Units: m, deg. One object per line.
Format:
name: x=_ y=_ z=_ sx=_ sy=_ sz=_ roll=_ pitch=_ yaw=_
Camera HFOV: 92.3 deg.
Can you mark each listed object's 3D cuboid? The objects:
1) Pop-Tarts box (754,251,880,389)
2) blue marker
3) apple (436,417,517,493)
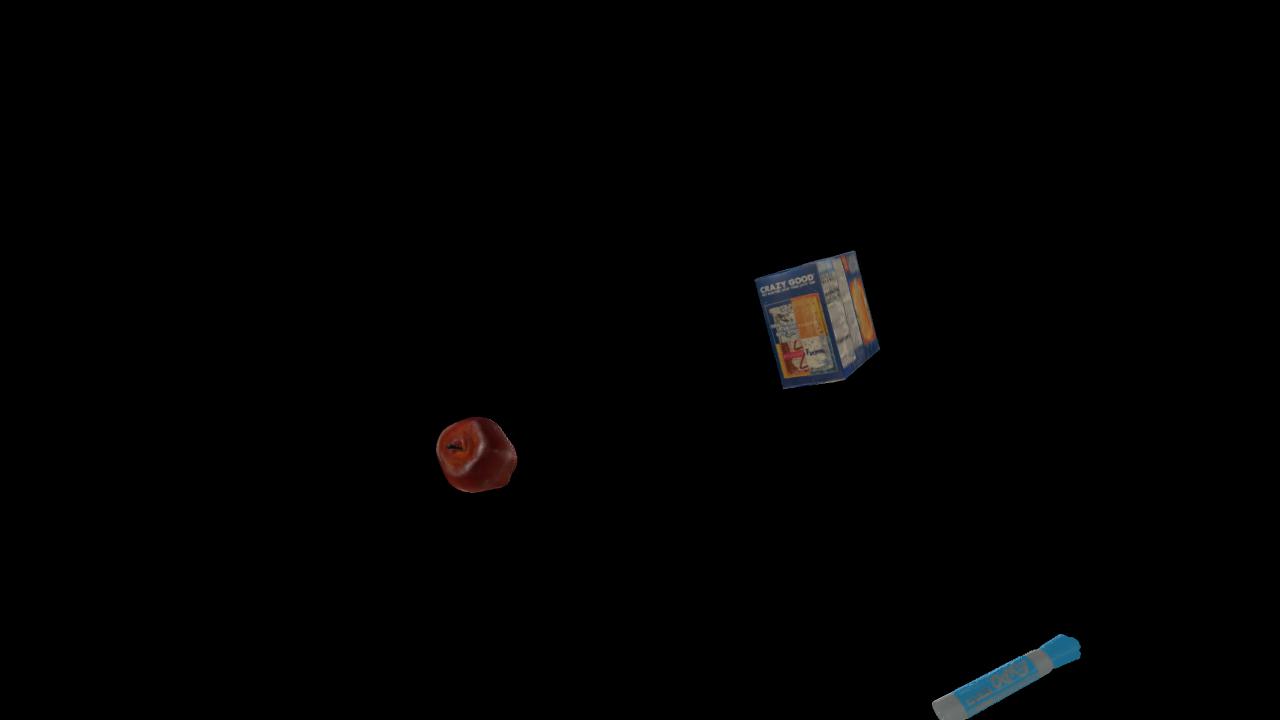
Pop-Tarts box: x=0.229 y=-0.055 z=0.782 sx=0.083 sy=0.141 sz=0.167 roll=-12 pitch=6 yaw=36
blue marker: x=0.273 y=0.235 z=0.455 sx=0.121 sy=0.020 sz=0.020 roll=-22 pitch=3 yaw=-8
apple: x=-0.171 y=0.100 z=0.646 sx=0.079 sy=0.079 sz=0.093 roll=0 pitch=-23 yaw=21
